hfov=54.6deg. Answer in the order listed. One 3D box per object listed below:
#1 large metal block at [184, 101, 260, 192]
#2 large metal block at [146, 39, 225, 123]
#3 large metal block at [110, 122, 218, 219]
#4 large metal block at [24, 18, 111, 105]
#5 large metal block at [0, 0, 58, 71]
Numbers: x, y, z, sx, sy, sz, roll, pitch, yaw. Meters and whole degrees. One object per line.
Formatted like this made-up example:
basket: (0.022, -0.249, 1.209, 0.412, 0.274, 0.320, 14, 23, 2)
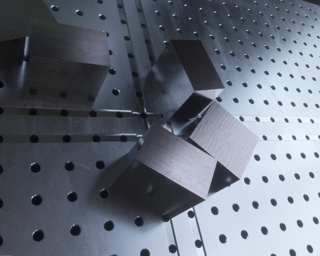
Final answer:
large metal block: (0.075, 0.024, 0.417, 0.080, 0.050, 0.080, 40, 51, -1)
large metal block: (0.032, -0.064, 0.428, 0.050, 0.080, 0.080, -9, 66, -32)
large metal block: (0.003, 0.051, 0.343, 0.080, 0.080, 0.050, 31, 52, -8)
large metal block: (-0.110, -0.071, 0.357, 0.081, 0.080, 0.050, 3, 61, -27)
large metal block: (-0.177, -0.123, 0.372, 0.081, 0.050, 0.080, -27, 77, -37)
